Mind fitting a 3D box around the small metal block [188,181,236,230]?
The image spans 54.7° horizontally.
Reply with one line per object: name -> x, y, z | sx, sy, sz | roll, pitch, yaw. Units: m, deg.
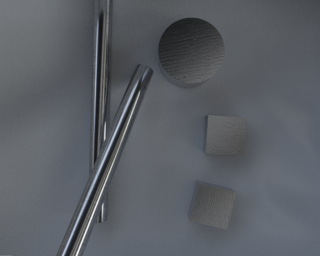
small metal block -> 0.068, 0.102, 0.412 | 0.050, 0.025, 0.050 | 13, 90, -1

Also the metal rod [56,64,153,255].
metal rod -> -0.065, 0.052, 0.351 | 0.025, 0.025, 0.300 | 19, 66, 0

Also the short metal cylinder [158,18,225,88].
short metal cylinder -> 0.038, -0.094, 0.399 | 0.081, 0.050, 0.079 | 0, 90, -1

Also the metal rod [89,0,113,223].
metal rod -> -0.079, -0.027, 0.410 | 0.025, 0.025, 0.298 | 2, 90, -1

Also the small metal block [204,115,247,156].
small metal block -> 0.086, 0.010, 0.413 | 0.050, 0.025, 0.050 | 4, 90, -1
